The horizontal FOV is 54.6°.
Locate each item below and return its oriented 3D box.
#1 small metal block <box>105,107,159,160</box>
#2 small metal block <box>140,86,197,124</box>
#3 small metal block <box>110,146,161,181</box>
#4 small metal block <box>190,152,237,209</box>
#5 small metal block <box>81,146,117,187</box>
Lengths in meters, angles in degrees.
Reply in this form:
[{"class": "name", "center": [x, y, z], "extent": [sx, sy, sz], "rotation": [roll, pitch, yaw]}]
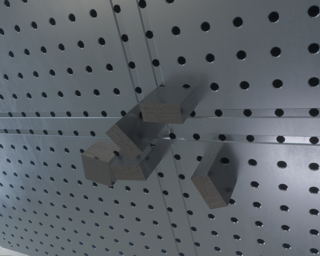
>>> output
[{"class": "small metal block", "center": [-0.036, 0.007, 0.419], "extent": [0.050, 0.050, 0.025], "rotation": [47, 129, -5]}, {"class": "small metal block", "center": [0.011, -0.029, 0.372], "extent": [0.050, 0.050, 0.025], "rotation": [5, 121, 26]}, {"class": "small metal block", "center": [-0.034, 0.050, 0.444], "extent": [0.050, 0.050, 0.025], "rotation": [-4, 117, 30]}, {"class": "small metal block", "center": [0.071, 0.067, 0.400], "extent": [0.025, 0.050, 0.050], "rotation": [-23, 106, 36]}, {"class": "small metal block", "center": [-0.096, 0.062, 0.501], "extent": [0.050, 0.025, 0.050], "rotation": [12, 124, 21]}]
